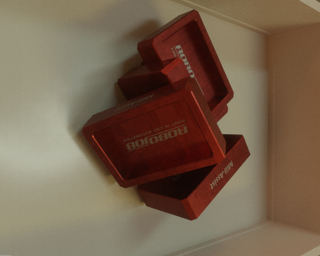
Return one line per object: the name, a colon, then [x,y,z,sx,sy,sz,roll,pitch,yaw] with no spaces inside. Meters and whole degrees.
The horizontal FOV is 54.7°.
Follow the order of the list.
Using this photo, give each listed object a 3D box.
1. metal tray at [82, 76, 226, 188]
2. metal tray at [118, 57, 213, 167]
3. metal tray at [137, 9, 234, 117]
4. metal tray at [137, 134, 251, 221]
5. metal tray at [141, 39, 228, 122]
metal tray: [-0.006,0.010,0.334,0.090,0.130,0.030,60,25,-23]
metal tray: [0.014,-0.015,0.374,0.030,0.090,0.130,-45,117,-31]
metal tray: [0.038,-0.071,0.396,0.090,0.030,0.130,-44,116,-31]
metal tray: [0.045,0.055,0.402,0.131,0.090,0.030,-40,115,-33]
metal tray: [0.039,-0.055,0.438,0.090,0.030,0.130,-41,114,-31]
